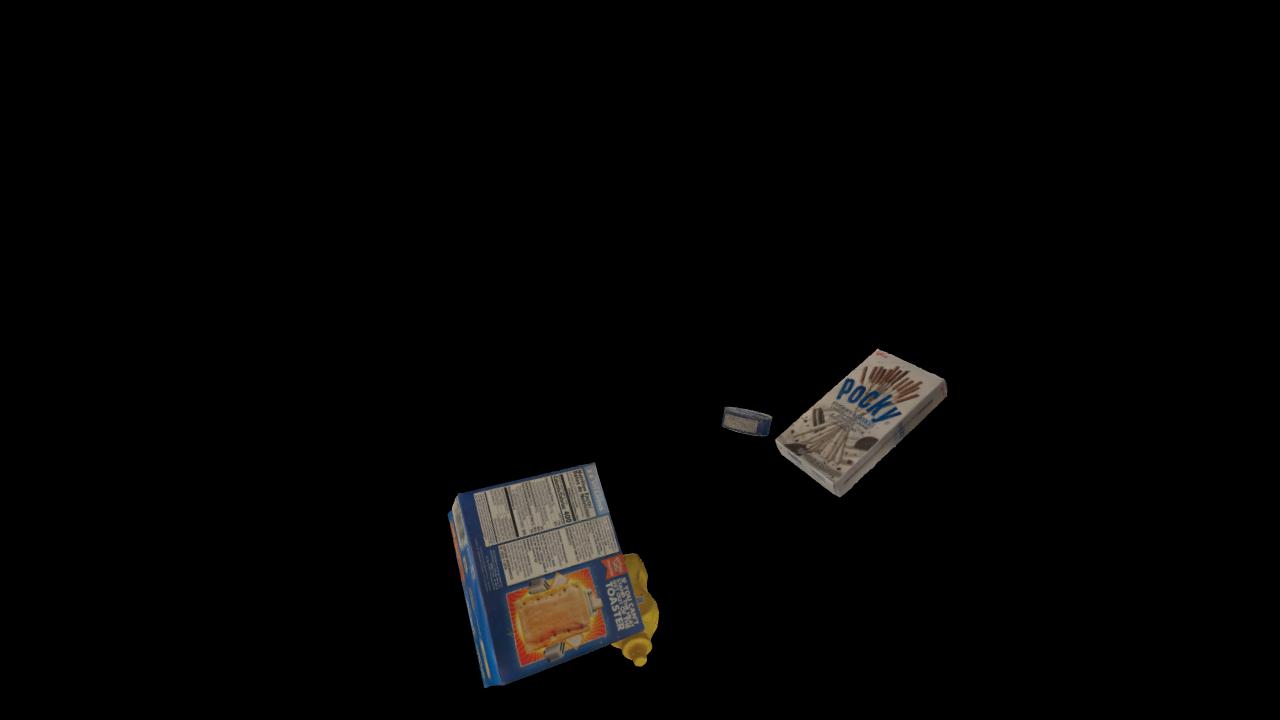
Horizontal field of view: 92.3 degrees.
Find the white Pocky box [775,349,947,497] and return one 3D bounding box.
[{"bbox_3d":[0.218,0.058,0.610,0.154,0.028,0.084,-39,38,-11],"label":"white Pocky box"}]

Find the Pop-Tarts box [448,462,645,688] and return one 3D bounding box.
[{"bbox_3d":[-0.094,0.203,0.594,0.141,0.167,0.083,-9,-21,-28],"label":"Pop-Tarts box"}]

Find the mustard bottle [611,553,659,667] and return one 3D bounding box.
[{"bbox_3d":[-0.019,0.374,0.912,0.092,0.054,0.184,-23,26,-3],"label":"mustard bottle"}]

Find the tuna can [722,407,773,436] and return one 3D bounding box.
[{"bbox_3d":[0.185,0.106,1.064,0.084,0.034,0.084,10,4,-1],"label":"tuna can"}]
